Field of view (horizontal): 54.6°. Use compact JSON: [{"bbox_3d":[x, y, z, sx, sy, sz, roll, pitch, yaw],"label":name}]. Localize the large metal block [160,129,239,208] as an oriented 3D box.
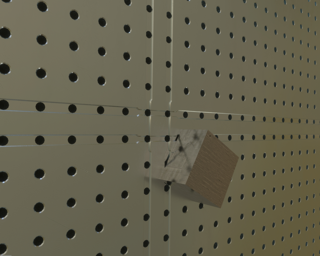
[{"bbox_3d":[0.058,0.057,0.440,0.080,0.050,0.080,38,67,-33],"label":"large metal block"}]
